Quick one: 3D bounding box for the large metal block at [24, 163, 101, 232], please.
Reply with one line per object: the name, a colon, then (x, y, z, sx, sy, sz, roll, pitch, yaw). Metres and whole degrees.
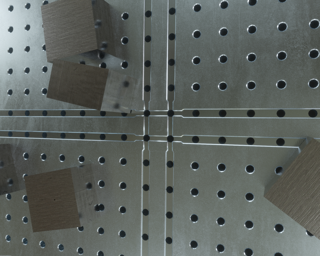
large metal block: (-0.141, 0.100, 0.450, 0.080, 0.050, 0.080, -12, 86, 19)

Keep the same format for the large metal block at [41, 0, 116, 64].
large metal block: (-0.115, -0.136, 0.441, 0.080, 0.050, 0.080, -9, 87, 20)

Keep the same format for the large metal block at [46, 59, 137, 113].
large metal block: (-0.088, -0.054, 0.415, 0.080, 0.080, 0.050, 14, 95, 19)

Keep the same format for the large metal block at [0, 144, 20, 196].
large metal block: (-0.285, 0.076, 0.501, 0.080, 0.050, 0.080, -18, 84, 19)

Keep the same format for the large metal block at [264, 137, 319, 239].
large metal block: (0.173, 0.066, 0.338, 0.080, 0.050, 0.080, 38, 102, 16)
